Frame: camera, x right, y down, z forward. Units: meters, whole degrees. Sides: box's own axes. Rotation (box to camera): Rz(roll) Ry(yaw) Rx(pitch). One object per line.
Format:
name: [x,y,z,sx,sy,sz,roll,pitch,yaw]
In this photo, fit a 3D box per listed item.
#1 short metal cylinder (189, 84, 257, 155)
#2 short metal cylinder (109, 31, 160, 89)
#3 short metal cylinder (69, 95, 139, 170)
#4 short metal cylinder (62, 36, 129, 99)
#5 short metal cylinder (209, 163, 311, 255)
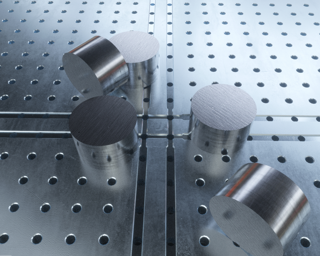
short metal cylinder: [0.079,-0.012,0.402,0.081,0.050,0.080,0,50,0]
short metal cylinder: [-0.041,-0.106,0.480,0.081,0.050,0.080,0,50,0]
short metal cylinder: [-0.067,0.005,0.386,0.081,0.050,0.080,0,50,0]
short metal cylinder: [-0.092,-0.083,0.441,0.080,0.080,0.050,32,57,24]
short metal cylinder: [0.096,0.081,0.304,0.080,0.080,0.050,36,59,26]
